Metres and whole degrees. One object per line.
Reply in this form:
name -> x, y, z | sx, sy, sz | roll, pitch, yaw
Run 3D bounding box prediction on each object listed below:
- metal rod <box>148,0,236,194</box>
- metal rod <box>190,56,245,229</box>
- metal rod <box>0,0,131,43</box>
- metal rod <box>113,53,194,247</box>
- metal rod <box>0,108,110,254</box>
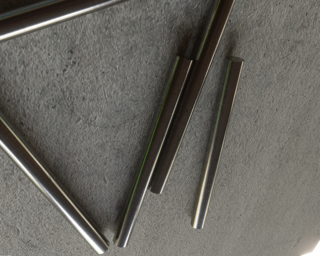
metal rod -> 0.038, -0.041, 0.401 | 0.025, 0.025, 0.298 | 5, 116, -31
metal rod -> 0.082, 0.039, 0.475 | 0.025, 0.025, 0.298 | -8, 122, -25
metal rod -> -0.141, -0.089, 0.274 | 0.302, 0.025, 0.025 | -24, 127, -14
metal rod -> -0.016, 0.046, 0.425 | 0.025, 0.025, 0.298 | 5, 116, -31
metal rod -> -0.134, 0.070, 0.376 | 0.025, 0.025, 0.299 | -30, 129, -9
